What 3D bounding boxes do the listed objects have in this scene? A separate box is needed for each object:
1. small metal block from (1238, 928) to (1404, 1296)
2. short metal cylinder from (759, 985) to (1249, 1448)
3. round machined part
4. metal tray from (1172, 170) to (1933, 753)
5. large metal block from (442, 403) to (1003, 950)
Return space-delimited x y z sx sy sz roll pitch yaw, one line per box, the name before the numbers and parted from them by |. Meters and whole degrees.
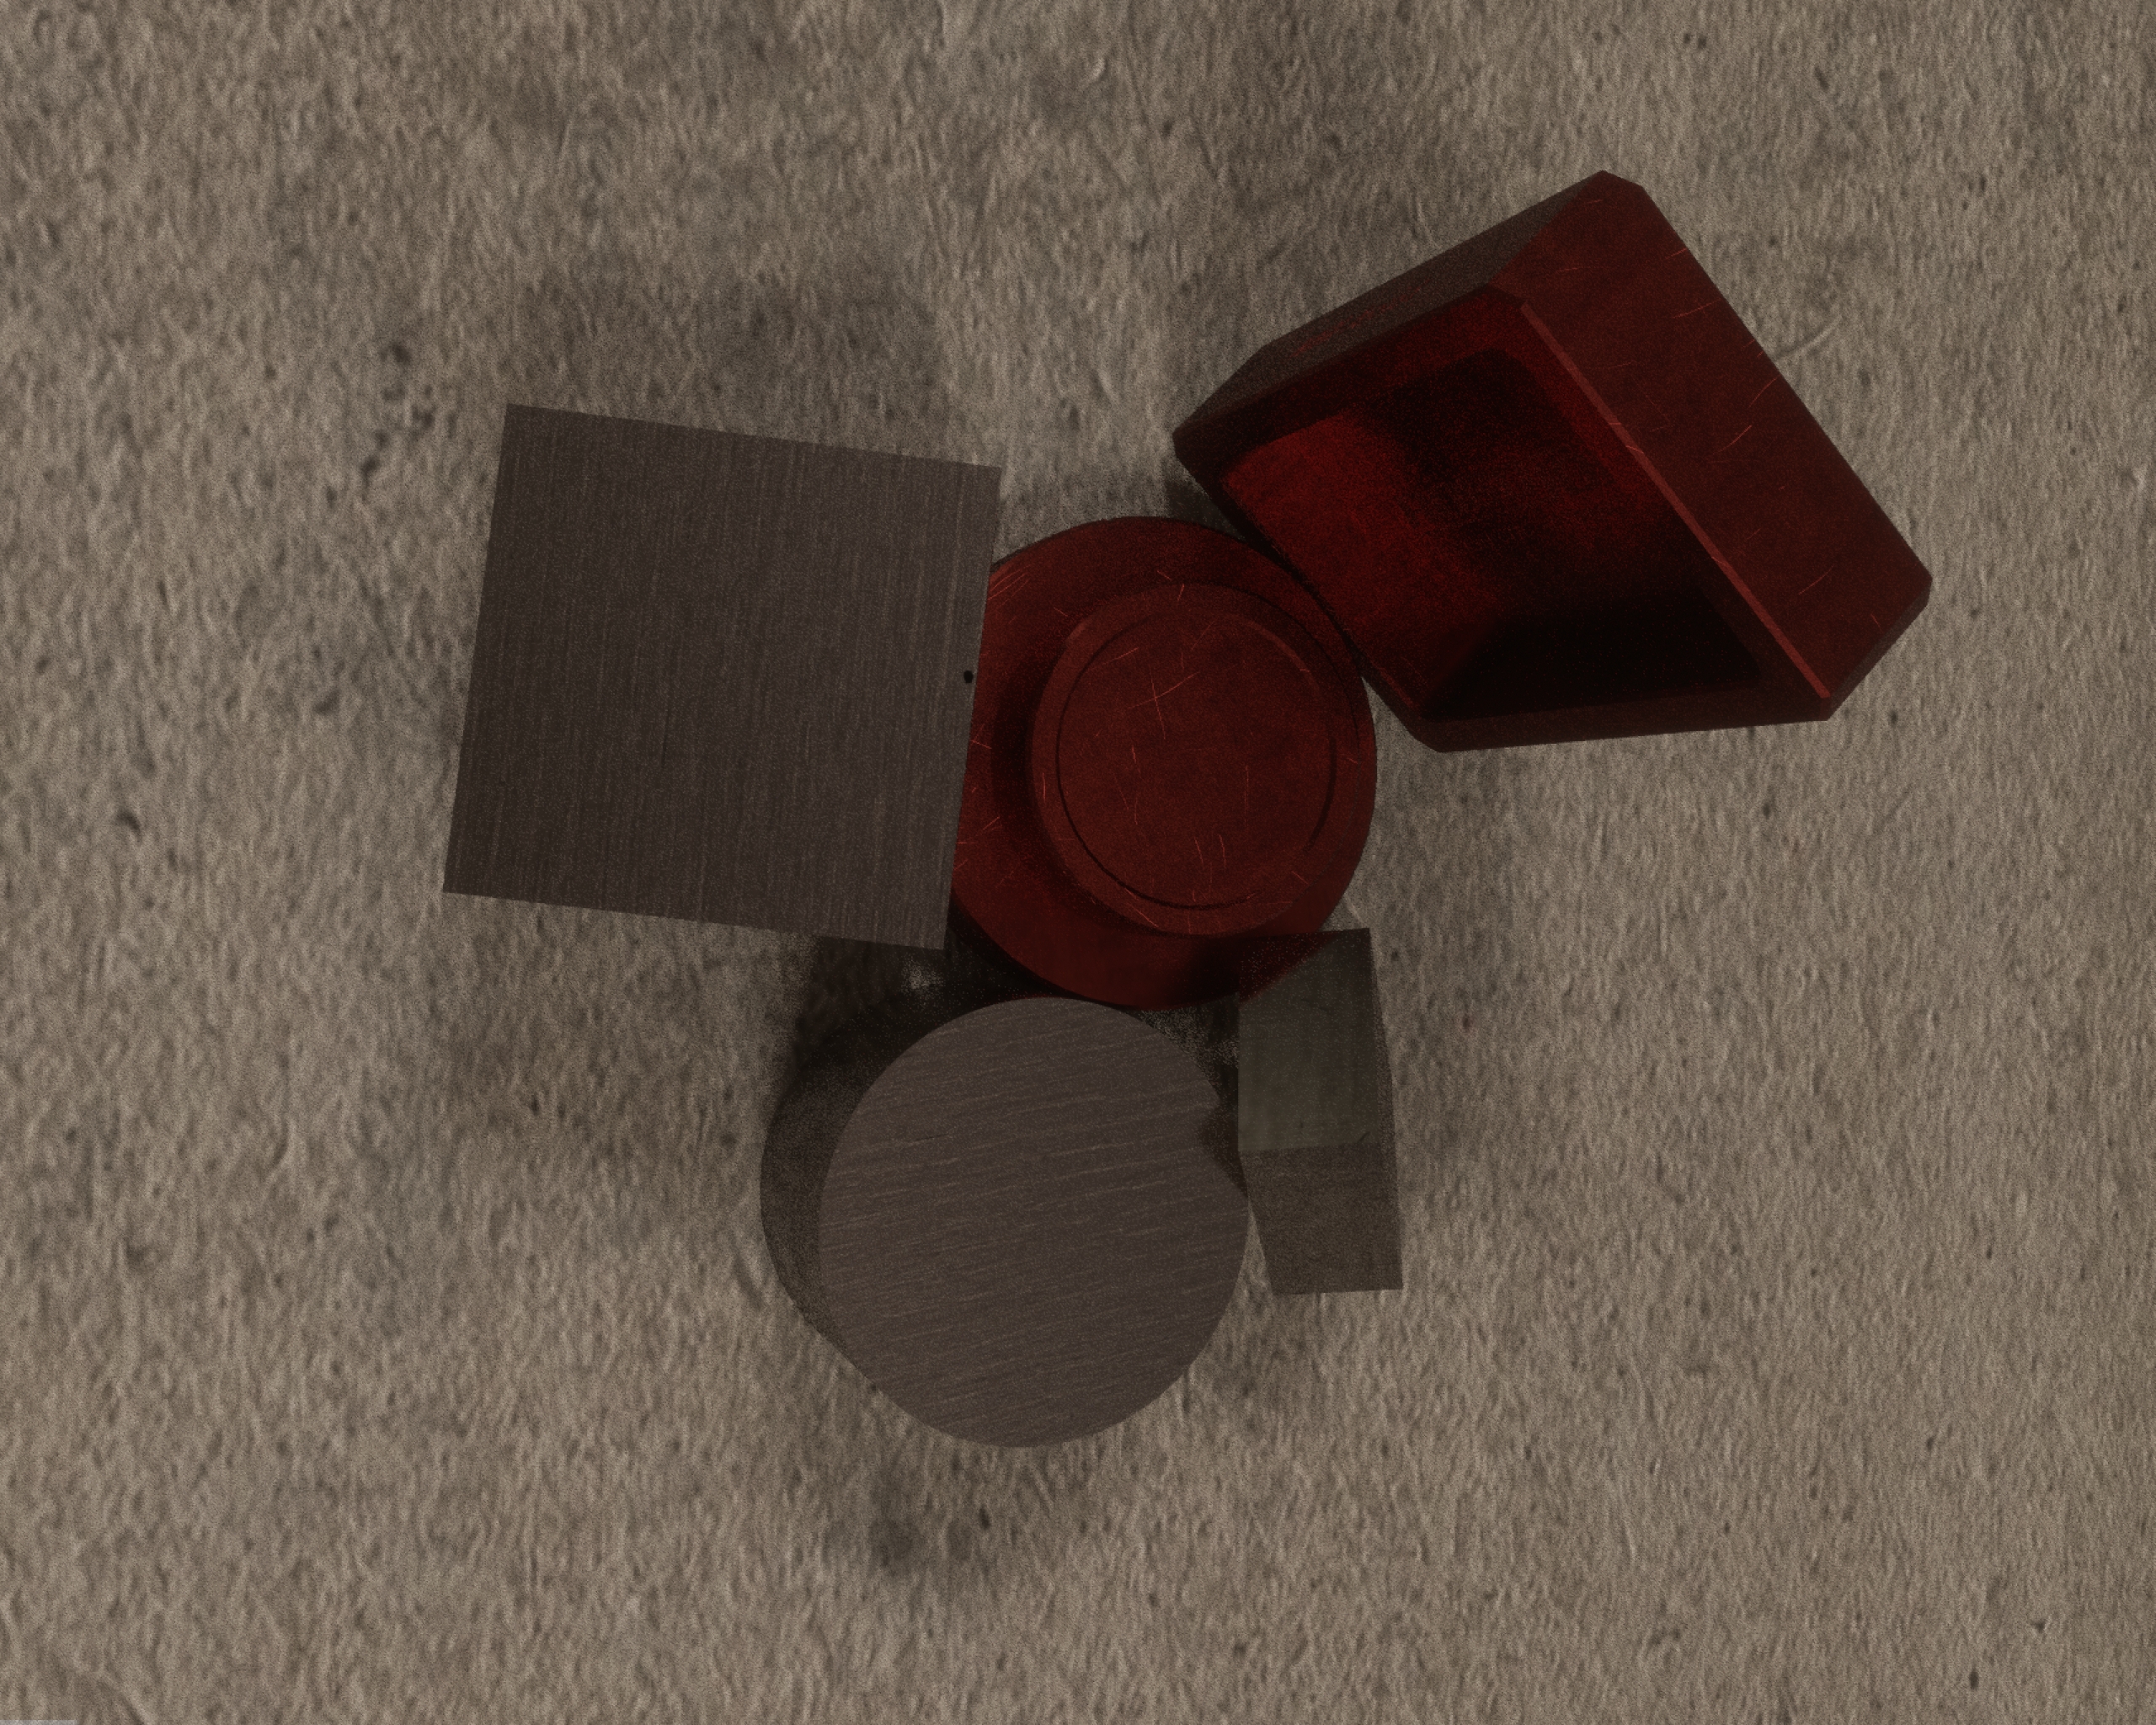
small metal block | 0.047 0.049 0.404 0.025 0.050 0.050 -5 137 10
short metal cylinder | -0.015 0.064 0.393 0.081 0.050 0.079 0 90 -21
round machined part | 0.016 -0.020 0.409 0.099 0.042 0.097 0 90 -21
metal tray | 0.079 -0.065 0.384 0.030 0.130 0.090 -46 105 -14
large metal block | -0.058 -0.029 0.363 0.081 0.050 0.080 7 88 -3
